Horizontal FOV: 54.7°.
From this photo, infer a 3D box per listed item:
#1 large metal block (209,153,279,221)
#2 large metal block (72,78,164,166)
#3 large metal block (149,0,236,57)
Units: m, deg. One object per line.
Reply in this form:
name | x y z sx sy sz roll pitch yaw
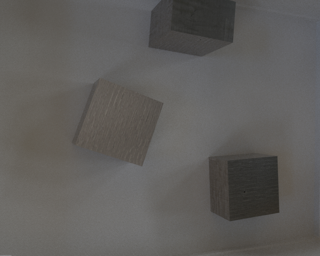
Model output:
large metal block | 0.119 0.080 0.441 0.081 0.050 0.079 -3 91 -20
large metal block | -0.052 -0.006 0.378 0.080 0.050 0.080 21 83 -19
large metal block | 0.038 -0.130 0.395 0.081 0.080 0.050 5 89 -20
